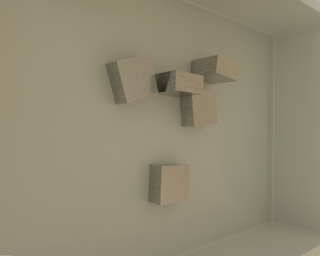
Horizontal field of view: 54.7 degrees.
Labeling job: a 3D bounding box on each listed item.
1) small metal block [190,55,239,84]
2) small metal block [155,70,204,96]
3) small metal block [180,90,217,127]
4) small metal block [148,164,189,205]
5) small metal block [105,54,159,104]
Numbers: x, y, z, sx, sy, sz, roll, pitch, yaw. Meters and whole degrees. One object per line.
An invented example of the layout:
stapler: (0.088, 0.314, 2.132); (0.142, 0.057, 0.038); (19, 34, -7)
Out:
small metal block: (0.081, -0.085, 0.461); (0.050, 0.050, 0.025); (11, 83, -40)
small metal block: (0.022, -0.058, 0.411); (0.050, 0.050, 0.025); (2, 89, -40)
small metal block: (0.057, -0.029, 0.457); (0.050, 0.025, 0.050); (-8, 95, -40)
small metal block: (0.012, 0.074, 0.419); (0.050, 0.025, 0.050); (4, 88, -40)
small metal block: (-0.033, -0.060, 0.380); (0.050, 0.025, 0.050); (-22, 104, -38)
